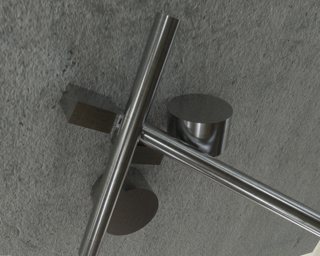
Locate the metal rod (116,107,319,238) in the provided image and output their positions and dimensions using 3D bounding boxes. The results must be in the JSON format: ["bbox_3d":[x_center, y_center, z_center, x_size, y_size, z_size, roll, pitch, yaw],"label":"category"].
[{"bbox_3d":[0.077,0.056,0.355,0.301,0.025,0.025,28,107,4],"label":"metal rod"}]

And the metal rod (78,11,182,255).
[{"bbox_3d":[-0.041,0.026,0.341,0.025,0.025,0.298,8,113,-32],"label":"metal rod"}]

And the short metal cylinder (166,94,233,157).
[{"bbox_3d":[0.049,-0.004,0.395,0.081,0.080,0.050,-12,124,-22],"label":"short metal cylinder"}]

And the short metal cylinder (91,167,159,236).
[{"bbox_3d":[-0.049,0.099,0.425,0.081,0.050,0.079,-14,124,-21],"label":"short metal cylinder"}]

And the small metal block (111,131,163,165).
[{"bbox_3d":[-0.028,0.021,0.388,0.050,0.050,0.025,7,115,-32],"label":"small metal block"}]

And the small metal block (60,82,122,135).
[{"bbox_3d":[-0.076,-0.021,0.336,0.050,0.050,0.025,18,109,-35],"label":"small metal block"}]
